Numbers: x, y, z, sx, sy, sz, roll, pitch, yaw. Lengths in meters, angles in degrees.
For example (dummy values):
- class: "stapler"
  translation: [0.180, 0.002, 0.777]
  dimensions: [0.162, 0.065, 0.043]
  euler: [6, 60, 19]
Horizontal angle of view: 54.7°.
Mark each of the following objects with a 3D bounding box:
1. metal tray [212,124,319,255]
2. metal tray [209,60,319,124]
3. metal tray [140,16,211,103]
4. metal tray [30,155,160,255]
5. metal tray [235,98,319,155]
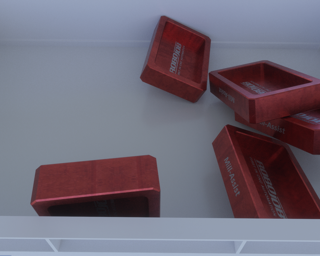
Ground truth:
- class: "metal tray"
  translation: [0.111, 0.058, 0.318]
  dimensions: [0.091, 0.030, 0.130]
  euler: [16, 37, -19]
- class: "metal tray"
  translation: [0.127, -0.051, 0.392]
  dimensions: [0.091, 0.030, 0.130]
  euler: [-13, 25, -8]
- class: "metal tray"
  translation: [0.028, -0.107, 0.470]
  dimensions: [0.091, 0.030, 0.130]
  euler: [22, 50, -12]
- class: "metal tray"
  translation: [-0.047, 0.076, 0.273]
  dimensions: [0.091, 0.129, 0.030]
  euler: [-5, 51, -5]
- class: "metal tray"
  translation: [0.167, -0.018, 0.380]
  dimensions: [0.091, 0.030, 0.130]
  euler: [-21, 27, -22]
